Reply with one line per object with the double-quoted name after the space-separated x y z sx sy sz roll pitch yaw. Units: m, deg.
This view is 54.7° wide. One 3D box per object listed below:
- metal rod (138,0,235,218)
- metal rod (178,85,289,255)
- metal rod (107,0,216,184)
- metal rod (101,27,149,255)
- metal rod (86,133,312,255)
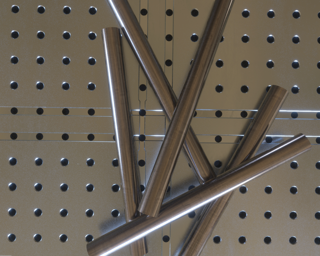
0.037 -0.036 0.392 0.025 0.025 0.299 21 81 -1 "metal rod"
0.089 0.079 0.414 0.025 0.025 0.299 29 90 -1 "metal rod"
-0.001 -0.059 0.413 0.025 0.025 0.299 -27 90 0 "metal rod"
-0.047 0.018 0.412 0.025 0.025 0.298 -7 90 0 "metal rod"
0.049 0.086 0.388 0.301 0.025 0.025 -27 90 -1 "metal rod"
